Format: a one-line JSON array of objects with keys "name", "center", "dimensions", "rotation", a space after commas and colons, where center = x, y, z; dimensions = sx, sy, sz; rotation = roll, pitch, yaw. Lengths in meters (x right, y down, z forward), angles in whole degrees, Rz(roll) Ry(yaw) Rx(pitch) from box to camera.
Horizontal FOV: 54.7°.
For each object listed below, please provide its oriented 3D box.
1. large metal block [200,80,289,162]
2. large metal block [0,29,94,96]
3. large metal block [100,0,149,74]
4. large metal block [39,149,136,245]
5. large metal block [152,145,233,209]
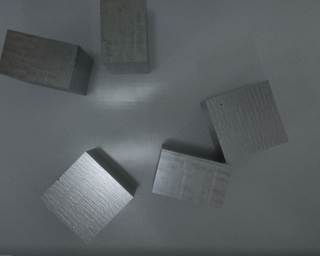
[{"name": "large metal block", "center": [0.106, -0.009, 0.400], "dimensions": [0.080, 0.050, 0.080], "rotation": [-18, 90, -1]}, {"name": "large metal block", "center": [-0.135, -0.076, 0.382], "dimensions": [0.080, 0.080, 0.050], "rotation": [13, 90, -1]}, {"name": "large metal block", "center": [-0.041, -0.113, 0.383], "dimensions": [0.050, 0.080, 0.079], "rotation": [-1, 90, 0]}, {"name": "large metal block", "center": [-0.089, 0.084, 0.398], "dimensions": [0.080, 0.050, 0.080], "rotation": [44, 90, -1]}, {"name": "large metal block", "center": [0.036, 0.057, 0.384], "dimensions": [0.080, 0.080, 0.050], "rotation": [14, 90, -1]}]
